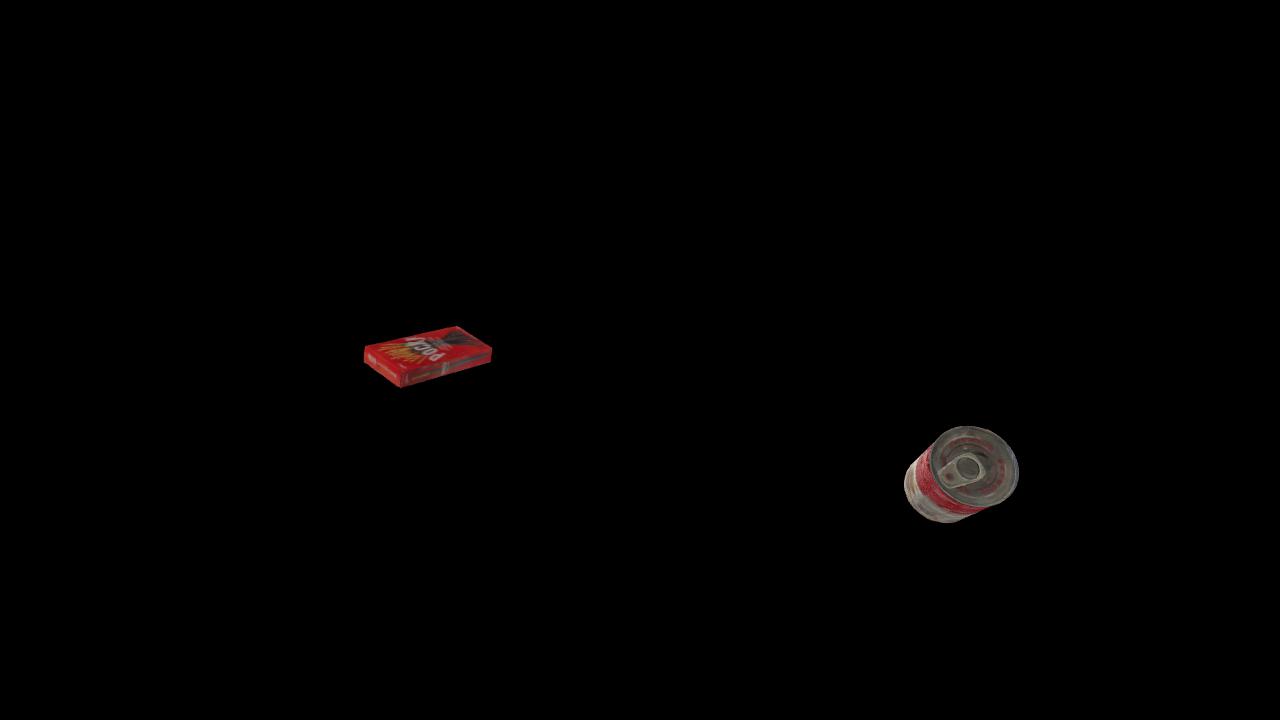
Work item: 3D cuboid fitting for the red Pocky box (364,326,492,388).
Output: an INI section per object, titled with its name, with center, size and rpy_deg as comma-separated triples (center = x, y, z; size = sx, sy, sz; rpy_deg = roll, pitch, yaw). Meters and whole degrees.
[red Pocky box]
center = -0.289, -0.008, 0.854
size = 0.083, 0.028, 0.155
rpy_deg = 29, 28, 26

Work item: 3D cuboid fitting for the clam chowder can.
[clam chowder can]
center = 0.280, 0.105, 0.545
size = 0.068, 0.068, 0.102
rpy_deg = 0, -23, 10
